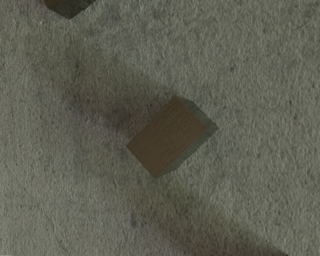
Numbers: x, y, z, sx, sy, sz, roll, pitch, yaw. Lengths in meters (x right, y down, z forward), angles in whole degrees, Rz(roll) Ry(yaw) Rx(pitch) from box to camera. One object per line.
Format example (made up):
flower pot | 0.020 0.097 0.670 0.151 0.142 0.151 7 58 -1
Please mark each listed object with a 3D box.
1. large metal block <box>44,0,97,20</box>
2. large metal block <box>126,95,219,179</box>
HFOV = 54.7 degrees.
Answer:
large metal block | -0.129 -0.217 0.440 0.080 0.050 0.080 -29 81 17
large metal block | 0.019 0.010 0.373 0.080 0.080 0.050 -46 76 14
